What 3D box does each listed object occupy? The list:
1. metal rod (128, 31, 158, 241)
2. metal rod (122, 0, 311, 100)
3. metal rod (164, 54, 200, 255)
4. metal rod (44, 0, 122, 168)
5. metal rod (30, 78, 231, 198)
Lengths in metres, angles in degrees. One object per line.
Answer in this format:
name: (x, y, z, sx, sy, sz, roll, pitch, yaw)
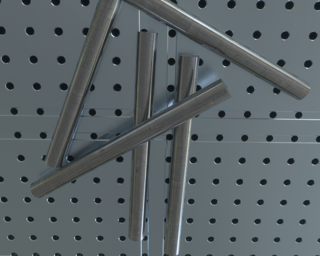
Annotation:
metal rod: (-0.025, 0.025, 0.422, 0.025, 0.025, 0.298, 4, 110, -2)
metal rod: (0.051, -0.108, 0.358, 0.301, 0.025, 0.025, 25, 108, -15)
metal rod: (0.027, 0.051, 0.432, 0.025, 0.025, 0.298, 3, 110, -1)
metal rod: (-0.088, -0.080, 0.382, 0.025, 0.025, 0.298, 22, 109, -8)
metal rod: (-0.051, 0.022, 0.397, 0.300, 0.025, 0.025, -28, 108, 19)
